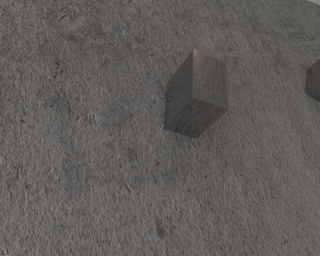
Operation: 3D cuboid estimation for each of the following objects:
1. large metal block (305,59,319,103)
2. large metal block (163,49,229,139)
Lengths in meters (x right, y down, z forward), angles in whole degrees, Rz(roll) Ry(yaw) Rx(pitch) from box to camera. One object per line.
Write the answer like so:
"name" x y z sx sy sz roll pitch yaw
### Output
"large metal block" 0.347 -0.089 0.629 0.080 0.050 0.080 31 52 -8
"large metal block" 0.047 -0.044 0.420 0.050 0.080 0.080 17 55 -19
